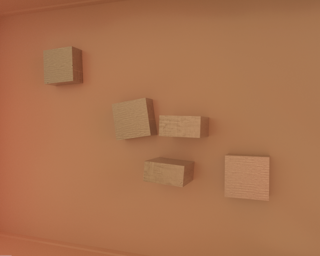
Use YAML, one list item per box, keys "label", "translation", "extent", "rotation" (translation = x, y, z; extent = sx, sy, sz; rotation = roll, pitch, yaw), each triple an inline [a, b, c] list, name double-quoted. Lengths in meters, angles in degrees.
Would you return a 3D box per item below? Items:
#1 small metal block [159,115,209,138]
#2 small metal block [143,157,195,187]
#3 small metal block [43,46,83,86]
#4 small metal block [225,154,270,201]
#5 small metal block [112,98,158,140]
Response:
- label: "small metal block"
  translation: [0.031, -0.002, 0.386]
  extent: [0.050, 0.050, 0.025]
  rotation: [2, 91, 20]
- label: "small metal block"
  translation: [0.013, 0.054, 0.393]
  extent: [0.050, 0.050, 0.025]
  rotation: [5, 92, 20]
- label: "small metal block"
  translation: [-0.144, -0.091, 0.461]
  extent: [0.050, 0.025, 0.050]
  rotation: [-3, 89, 20]
- label: "small metal block"
  translation: [0.105, 0.058, 0.373]
  extent: [0.050, 0.025, 0.050]
  rotation: [1, 90, 20]
- label: "small metal block"
  translation: [-0.035, -0.011, 0.423]
  extent: [0.050, 0.025, 0.050]
  rotation: [-9, 87, 19]
